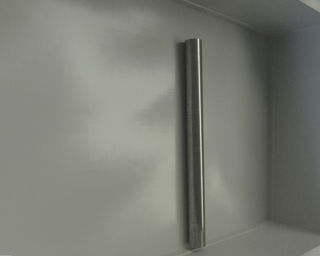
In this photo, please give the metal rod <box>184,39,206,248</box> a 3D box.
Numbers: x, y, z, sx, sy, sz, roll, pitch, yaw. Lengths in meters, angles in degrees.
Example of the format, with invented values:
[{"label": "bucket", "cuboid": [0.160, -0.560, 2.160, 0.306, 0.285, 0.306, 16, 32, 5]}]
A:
[{"label": "metal rod", "cuboid": [0.051, 0.023, 0.451, 0.025, 0.025, 0.298, -2, 92, -40]}]
